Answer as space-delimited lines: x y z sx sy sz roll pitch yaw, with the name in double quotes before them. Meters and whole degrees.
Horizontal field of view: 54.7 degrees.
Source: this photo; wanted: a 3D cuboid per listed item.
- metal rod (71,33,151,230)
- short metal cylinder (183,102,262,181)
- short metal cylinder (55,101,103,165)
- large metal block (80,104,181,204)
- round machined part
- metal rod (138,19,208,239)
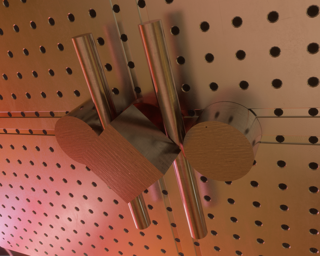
"metal rod" -0.060 0.022 0.429 0.025 0.025 0.298 0 119 28
"short metal cylinder" 0.074 0.016 0.365 0.080 0.050 0.079 13 124 21
"short metal cylinder" -0.105 0.007 0.455 0.080 0.050 0.079 13 124 21
"large metal block" -0.036 0.032 0.373 0.080 0.050 0.080 44 129 -2
"round machined part" -0.014 0.011 0.415 0.098 0.042 0.097 13 124 21
"metal rod" 0.023 0.021 0.385 0.025 0.025 0.298 0 119 28
